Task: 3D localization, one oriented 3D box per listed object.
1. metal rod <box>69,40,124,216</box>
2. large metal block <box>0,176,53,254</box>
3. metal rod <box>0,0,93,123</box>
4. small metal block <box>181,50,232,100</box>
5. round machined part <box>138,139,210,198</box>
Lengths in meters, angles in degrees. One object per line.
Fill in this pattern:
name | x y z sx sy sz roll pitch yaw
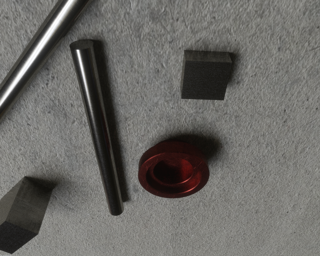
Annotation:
metal rod | -0.078 0.024 0.426 0.025 0.025 0.298 -2 130 1
large metal block | -0.222 0.136 0.484 0.050 0.080 0.080 36 121 -27
metal rod | -0.138 -0.077 0.339 0.025 0.025 0.299 35 122 -26
small metal block | 0.051 -0.060 0.357 0.050 0.025 0.050 2 130 -2
round machined part | 0.019 0.054 0.443 0.099 0.042 0.097 -1 130 0
